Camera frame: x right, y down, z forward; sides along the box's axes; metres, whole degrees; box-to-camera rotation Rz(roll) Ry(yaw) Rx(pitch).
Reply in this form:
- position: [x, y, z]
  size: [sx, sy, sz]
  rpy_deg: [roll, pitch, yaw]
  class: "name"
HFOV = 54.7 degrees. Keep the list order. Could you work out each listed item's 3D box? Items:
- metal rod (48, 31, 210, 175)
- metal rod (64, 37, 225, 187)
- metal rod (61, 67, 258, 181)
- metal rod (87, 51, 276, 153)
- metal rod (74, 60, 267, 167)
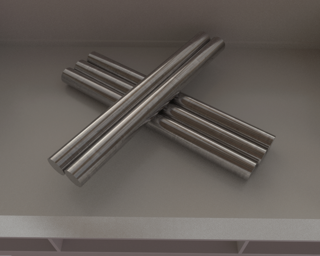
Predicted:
- position: [-0.022, -0.050, 0.412]
  size: [0.025, 0.025, 0.301]
  rpy_deg: [30, 56, 23]
  class: "metal rod"
- position: [-0.001, -0.038, 0.403]
  size: [0.025, 0.025, 0.301]
  rpy_deg: [30, 56, 23]
  class: "metal rod"
- position: [-0.016, -0.014, 0.415]
  size: [0.300, 0.025, 0.025]
  rpy_deg: [28, 55, 21]
  class: "metal rod"
- position: [0.015, -0.045, 0.441]
  size: [0.300, 0.025, 0.025]
  rpy_deg: [28, 56, 21]
  class: "metal rod"
- position: [0.000, -0.029, 0.427]
  size: [0.300, 0.025, 0.025]
  rpy_deg: [28, 55, 21]
  class: "metal rod"
